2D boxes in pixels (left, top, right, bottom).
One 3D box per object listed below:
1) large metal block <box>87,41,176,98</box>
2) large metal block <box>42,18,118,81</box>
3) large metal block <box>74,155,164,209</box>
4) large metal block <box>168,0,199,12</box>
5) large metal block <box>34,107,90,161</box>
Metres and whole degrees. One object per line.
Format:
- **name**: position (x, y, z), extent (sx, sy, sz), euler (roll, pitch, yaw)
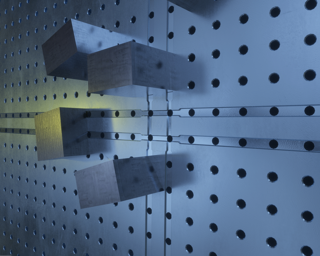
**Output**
- **large metal block**: position (-0.037, -0.072, 0.405), extent (0.080, 0.081, 0.050), euler (-4, 88, 40)
- **large metal block**: position (-0.119, -0.114, 0.474), extent (0.080, 0.081, 0.050), euler (-22, 76, 38)
- **large metal block**: position (-0.055, 0.072, 0.420), extent (0.080, 0.081, 0.050), euler (-20, 77, 38)
- **large metal block**: position (0.029, -0.204, 0.370), extent (0.080, 0.050, 0.080), euler (-43, 64, 31)
- **large metal block**: position (-0.170, 0.012, 0.535), extent (0.080, 0.050, 0.080), euler (-12, 83, 39)
